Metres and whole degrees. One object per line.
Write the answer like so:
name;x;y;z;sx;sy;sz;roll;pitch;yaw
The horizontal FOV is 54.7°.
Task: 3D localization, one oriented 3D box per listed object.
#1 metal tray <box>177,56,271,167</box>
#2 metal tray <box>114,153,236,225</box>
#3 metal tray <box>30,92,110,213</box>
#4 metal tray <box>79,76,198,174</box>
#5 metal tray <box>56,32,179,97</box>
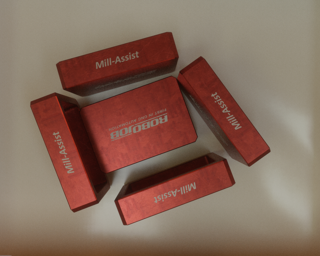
metal tray;0.072;-0.019;0.378;0.030;0.090;0.130;-36;90;1
metal tray;0.016;0.069;0.377;0.131;0.090;0.030;-20;90;-1
metal tray;-0.104;0.026;0.375;0.030;0.090;0.129;-21;90;0
metal tray;-0.027;-0.004;0.406;0.131;0.030;0.090;-20;90;-1
metal tray;-0.046;-0.073;0.376;0.131;0.090;0.030;-16;90;-1
